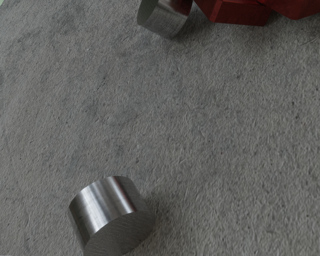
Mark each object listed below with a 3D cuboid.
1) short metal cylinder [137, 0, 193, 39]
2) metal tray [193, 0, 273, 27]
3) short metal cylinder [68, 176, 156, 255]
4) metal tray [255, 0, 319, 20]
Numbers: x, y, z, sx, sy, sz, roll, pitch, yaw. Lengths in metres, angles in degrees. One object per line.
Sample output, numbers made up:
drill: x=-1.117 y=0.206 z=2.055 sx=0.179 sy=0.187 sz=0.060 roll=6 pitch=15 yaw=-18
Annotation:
short metal cylinder: x=0.006 y=-0.185 z=0.475 sx=0.080 sy=0.050 sz=0.080 roll=-40 pitch=40 yaw=45
metal tray: x=0.089 y=-0.193 z=0.439 sx=0.091 sy=0.030 sz=0.130 roll=-4 pitch=48 yaw=-23
short metal cylinder: x=-0.052 y=0.098 z=0.336 sx=0.080 sy=0.080 sz=0.050 roll=-40 pitch=51 yaw=1
metal tray: x=0.164 y=-0.191 z=0.406 sx=0.091 sy=0.030 sz=0.130 roll=-22 pitch=50 yaw=-19
